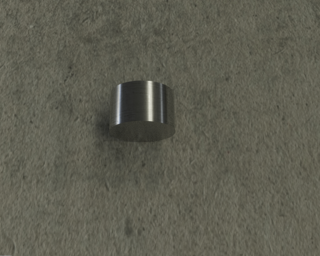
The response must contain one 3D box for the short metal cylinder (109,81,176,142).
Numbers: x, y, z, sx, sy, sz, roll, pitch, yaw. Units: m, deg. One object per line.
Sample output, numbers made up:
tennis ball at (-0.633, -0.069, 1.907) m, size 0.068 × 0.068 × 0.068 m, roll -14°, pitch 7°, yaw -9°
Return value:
short metal cylinder at (-0.022, -0.018, 0.385) m, size 0.081 × 0.080 × 0.050 m, roll -1°, pitch 70°, yaw -1°
